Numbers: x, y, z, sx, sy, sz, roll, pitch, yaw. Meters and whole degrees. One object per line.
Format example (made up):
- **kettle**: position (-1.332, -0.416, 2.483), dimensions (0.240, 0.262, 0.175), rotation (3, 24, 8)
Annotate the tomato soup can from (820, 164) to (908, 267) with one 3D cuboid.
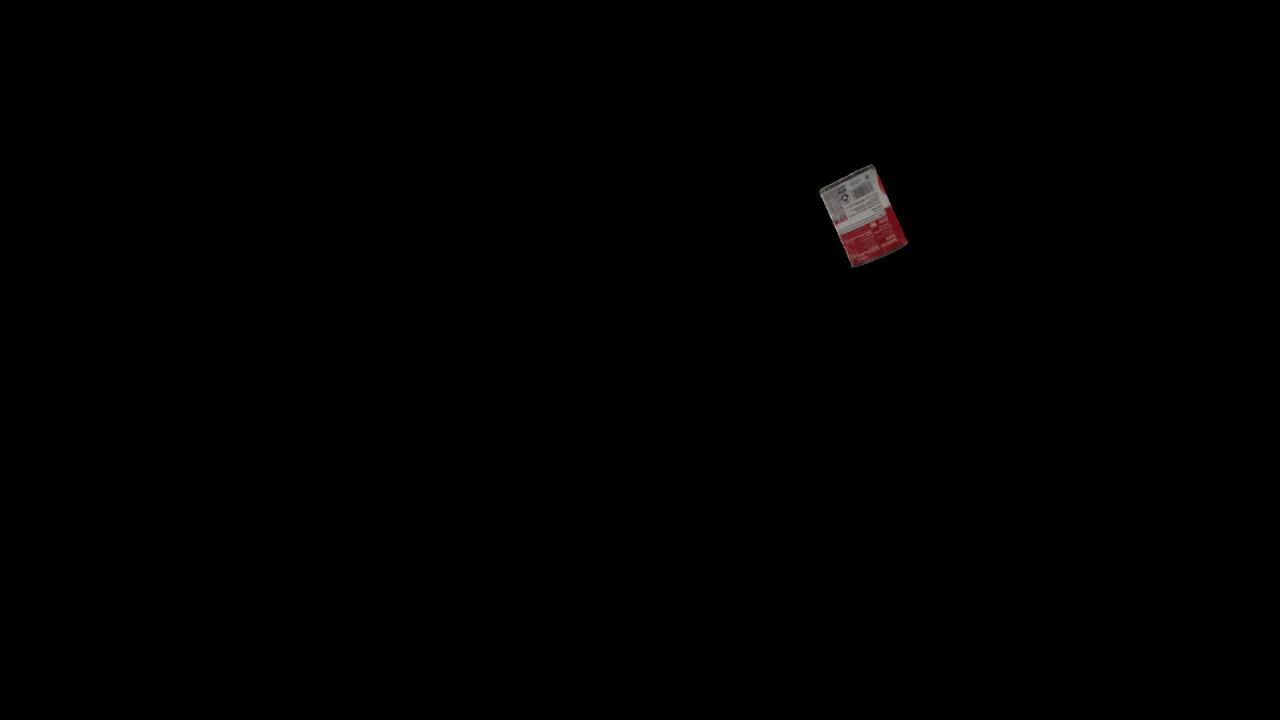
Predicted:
- **tomato soup can**: position (0.261, -0.169, 0.724), dimensions (0.068, 0.101, 0.068), rotation (-27, 6, 3)
